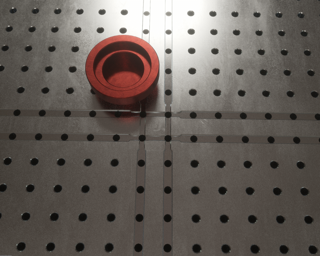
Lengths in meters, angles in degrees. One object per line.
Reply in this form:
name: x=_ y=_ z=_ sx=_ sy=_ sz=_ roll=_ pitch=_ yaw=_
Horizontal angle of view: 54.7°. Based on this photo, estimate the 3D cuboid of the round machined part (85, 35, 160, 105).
round machined part: x=-0.050 y=-0.076 z=0.430 sx=0.099 sy=0.042 sz=0.098 roll=0 pitch=70 yaw=-1
